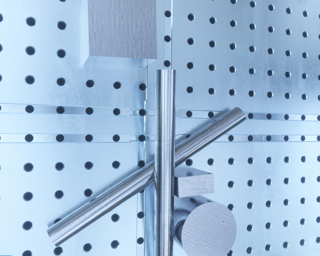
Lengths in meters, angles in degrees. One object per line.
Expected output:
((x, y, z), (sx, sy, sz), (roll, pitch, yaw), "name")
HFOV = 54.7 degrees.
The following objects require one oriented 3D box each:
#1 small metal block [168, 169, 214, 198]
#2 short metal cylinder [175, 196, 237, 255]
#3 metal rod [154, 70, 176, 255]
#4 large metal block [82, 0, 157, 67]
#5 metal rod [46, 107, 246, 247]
((0.038, 0.072, 0.415), (0.050, 0.050, 0.025), (-3, 91, -21), "small metal block")
((0.056, 0.135, 0.422), (0.081, 0.050, 0.079), (0, 90, -21), "short metal cylinder")
((0.006, 0.078, 0.391), (0.025, 0.025, 0.298), (-3, 100, -20), "metal rod")
((-0.051, -0.121, 0.381), (0.081, 0.050, 0.079), (-2, 91, -20), "large metal block")
((-0.005, 0.055, 0.411), (0.302, 0.025, 0.025), (-32, 101, -18), "metal rod")
